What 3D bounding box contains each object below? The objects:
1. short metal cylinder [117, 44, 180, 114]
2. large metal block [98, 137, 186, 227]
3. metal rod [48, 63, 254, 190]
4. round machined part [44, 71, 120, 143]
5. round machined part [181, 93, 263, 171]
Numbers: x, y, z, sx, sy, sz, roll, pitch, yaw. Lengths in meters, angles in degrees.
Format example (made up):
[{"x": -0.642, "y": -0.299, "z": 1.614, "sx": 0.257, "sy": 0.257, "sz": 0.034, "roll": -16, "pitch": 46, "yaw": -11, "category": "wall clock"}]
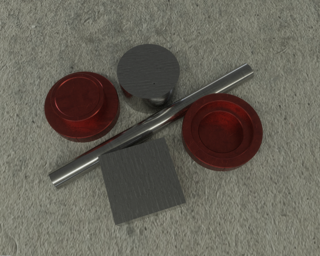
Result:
[{"x": -0.015, "y": -0.065, "z": 0.419, "sx": 0.081, "sy": 0.050, "sz": 0.080, "roll": 0, "pitch": 70, "yaw": 0, "category": "short metal cylinder"}, {"x": -0.021, "y": 0.066, "z": 0.372, "sx": 0.081, "sy": 0.050, "sz": 0.080, "roll": -16, "pitch": 71, "yaw": -6, "category": "large metal block"}, {"x": -0.003, "y": -0.008, "z": 0.413, "sx": 0.301, "sy": 0.025, "sz": 0.025, "roll": -30, "pitch": 73, "yaw": -11, "category": "metal rod"}, {"x": -0.104, "y": -0.033, "z": 0.411, "sx": 0.099, "sy": 0.042, "sz": 0.098, "roll": 0, "pitch": 70, "yaw": 0, "category": "round machined part"}, {"x": 0.076, "y": 0.008, "z": 0.397, "sx": 0.099, "sy": 0.042, "sz": 0.098, "roll": 0, "pitch": 70, "yaw": 0, "category": "round machined part"}]
